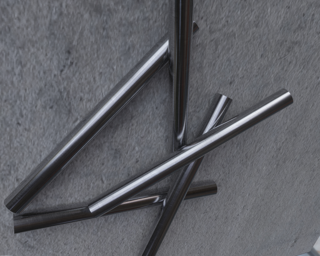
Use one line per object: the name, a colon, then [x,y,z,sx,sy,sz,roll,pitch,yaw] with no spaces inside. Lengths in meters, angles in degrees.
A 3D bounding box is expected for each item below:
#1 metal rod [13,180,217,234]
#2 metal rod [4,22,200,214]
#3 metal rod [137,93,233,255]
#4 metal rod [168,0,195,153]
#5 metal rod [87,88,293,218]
metal rod: [-0.046,0.109,0.450,0.303,0.025,0.025,-4,120,-27]
metal rod: [-0.069,-0.014,0.361,0.300,0.025,0.025,-45,130,3]
metal rod: [0.027,0.090,0.451,0.025,0.025,0.298,20,99,-36]
metal rod: [0.022,-0.070,0.345,0.025,0.025,0.298,-19,136,-18]
metal rod: [0.042,0.032,0.413,0.301,0.025,0.025,-30,129,-3]
